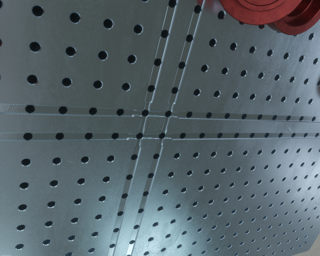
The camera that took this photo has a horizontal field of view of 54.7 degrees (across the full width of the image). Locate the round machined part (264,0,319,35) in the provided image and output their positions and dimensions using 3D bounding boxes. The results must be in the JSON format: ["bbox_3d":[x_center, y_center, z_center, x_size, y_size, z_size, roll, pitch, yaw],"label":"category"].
[{"bbox_3d":[0.165,-0.170,0.387,0.099,0.042,0.097,-14,125,-21],"label":"round machined part"}]

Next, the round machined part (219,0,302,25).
[{"bbox_3d":[0.109,-0.160,0.330,0.098,0.042,0.097,4,113,11],"label":"round machined part"}]
